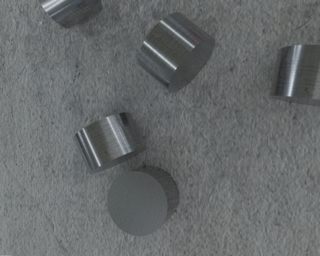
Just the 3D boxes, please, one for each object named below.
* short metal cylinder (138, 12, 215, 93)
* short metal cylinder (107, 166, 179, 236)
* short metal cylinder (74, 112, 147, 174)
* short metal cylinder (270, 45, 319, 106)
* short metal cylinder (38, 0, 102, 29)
[{"bbox_3d":[0.020,-0.089,0.372,0.050,0.080,0.080,43,103,14],"label":"short metal cylinder"},{"bbox_3d":[-0.020,0.092,0.402,0.080,0.050,0.079,0,90,19],"label":"short metal cylinder"},{"bbox_3d":[-0.063,0.020,0.401,0.080,0.080,0.050,-28,81,17],"label":"short metal cylinder"},{"bbox_3d":[0.161,-0.052,0.323,0.080,0.080,0.050,11,94,19],"label":"short metal cylinder"},{"bbox_3d":[-0.124,-0.184,0.422,0.050,0.080,0.080,-22,83,18],"label":"short metal cylinder"}]
